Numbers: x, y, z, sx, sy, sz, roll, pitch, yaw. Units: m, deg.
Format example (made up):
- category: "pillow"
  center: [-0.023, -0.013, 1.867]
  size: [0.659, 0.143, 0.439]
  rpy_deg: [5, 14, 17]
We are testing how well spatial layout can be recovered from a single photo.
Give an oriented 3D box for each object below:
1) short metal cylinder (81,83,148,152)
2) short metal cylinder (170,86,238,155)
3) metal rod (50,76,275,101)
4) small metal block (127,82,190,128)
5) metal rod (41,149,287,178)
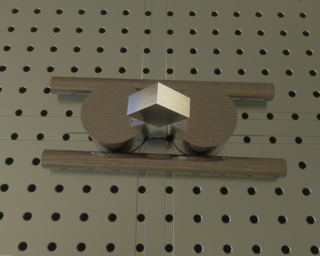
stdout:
- category: "short metal cylinder"
  center: [-0.056, -0.011, 0.398]
  size: [0.081, 0.050, 0.080]
  rpy_deg: [0, 70, 0]
- category: "short metal cylinder"
  center: [0.054, -0.007, 0.398]
  size: [0.081, 0.050, 0.080]
  rpy_deg: [0, 70, 0]
- category: "metal rod"
  center: [0.003, -0.054, 0.428]
  size: [0.302, 0.025, 0.025]
  rpy_deg: [2, 70, 0]
- category: "small metal block"
  center: [-0.001, -0.024, 0.355]
  size: [0.050, 0.050, 0.025]
  rpy_deg: [21, 63, -39]
- category: "metal rod"
  center: [0.005, 0.045, 0.392]
  size: [0.302, 0.025, 0.025]
  rpy_deg: [2, 70, 0]
